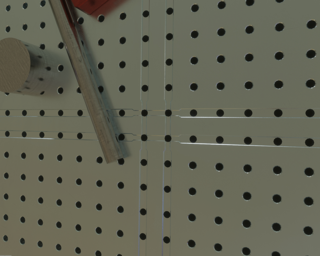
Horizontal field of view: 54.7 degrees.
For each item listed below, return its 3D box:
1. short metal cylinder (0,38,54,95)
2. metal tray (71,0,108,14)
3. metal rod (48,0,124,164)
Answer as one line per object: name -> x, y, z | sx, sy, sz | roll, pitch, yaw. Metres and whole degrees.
short metal cylinder -> -0.212, -0.091, 0.472 | 0.080, 0.050, 0.079 | 0, 90, 19
metal tray -> -0.080, -0.237, 0.436 | 0.130, 0.030, 0.090 | -31, 80, 17
metal rod -> -0.116, -0.092, 0.451 | 0.025, 0.025, 0.299 | -24, 82, 18
